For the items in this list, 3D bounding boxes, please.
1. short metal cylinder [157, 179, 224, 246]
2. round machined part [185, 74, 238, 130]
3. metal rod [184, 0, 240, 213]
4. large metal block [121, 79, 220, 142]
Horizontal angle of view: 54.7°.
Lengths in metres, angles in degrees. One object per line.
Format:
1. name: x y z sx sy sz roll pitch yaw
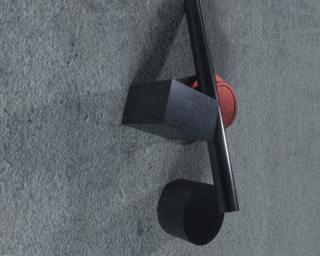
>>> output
1. short metal cylinder: 0.043 0.113 0.425 0.081 0.050 0.080 0 90 -40
2. round machined part: 0.077 -0.033 0.458 0.099 0.042 0.097 0 90 -40
3. metal rod: 0.065 -0.043 0.409 0.025 0.025 0.299 4 72 -40
4. large metal block: 0.012 -0.018 0.379 0.080 0.080 0.050 19 78 -38
